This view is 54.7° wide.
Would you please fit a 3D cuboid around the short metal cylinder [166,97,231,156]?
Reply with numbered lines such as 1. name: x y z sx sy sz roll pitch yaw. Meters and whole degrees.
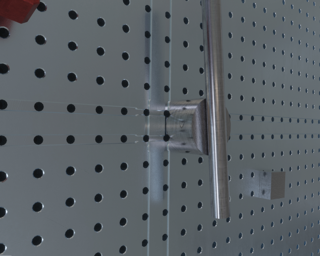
1. short metal cylinder: 0.055 -0.002 0.440 0.081 0.050 0.079 0 90 -40

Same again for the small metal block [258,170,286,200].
1. small metal block: 0.213 0.107 0.589 0.050 0.025 0.050 5 87 -40

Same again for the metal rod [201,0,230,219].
1. metal rod: 0.073 -0.032 0.405 0.025 0.025 0.298 -5 93 -40

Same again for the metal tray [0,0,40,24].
1. metal tray: -0.164 -0.152 0.248 0.131 0.030 0.090 16 59 -39
